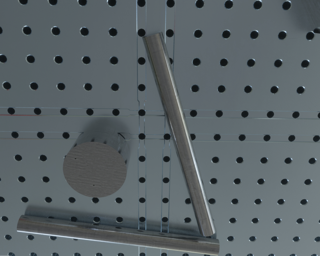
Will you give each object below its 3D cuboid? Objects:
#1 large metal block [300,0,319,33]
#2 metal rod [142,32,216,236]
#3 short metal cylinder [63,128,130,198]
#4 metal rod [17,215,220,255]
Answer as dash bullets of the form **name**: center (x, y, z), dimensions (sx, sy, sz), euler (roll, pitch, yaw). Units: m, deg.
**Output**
- **large metal block**: center (0.206, -0.161, 0.344), dimensions (0.080, 0.050, 0.080), euler (-29, 108, 10)
- **metal rod**: center (0.032, 0.022, 0.422), dimensions (0.025, 0.025, 0.298), euler (-15, 110, 5)
- **short metal cylinder**: center (-0.083, 0.045, 0.416), dimensions (0.081, 0.050, 0.079), euler (0, 110, 0)
- **metal rod**: center (-0.060, 0.164, 0.473), dimensions (0.302, 0.025, 0.025), euler (8, 110, -4)
